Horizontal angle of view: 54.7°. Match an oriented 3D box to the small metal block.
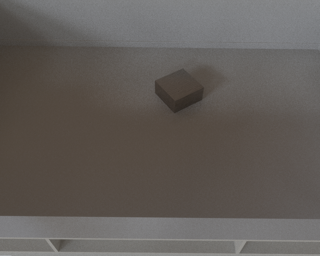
[{"bbox_3d":[0.028,-0.055,0.452,0.050,0.025,0.050,-27,55,-21],"label":"small metal block"}]
